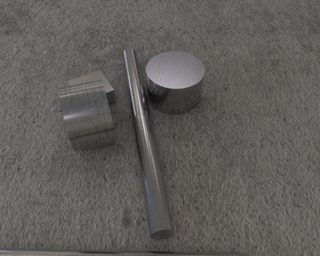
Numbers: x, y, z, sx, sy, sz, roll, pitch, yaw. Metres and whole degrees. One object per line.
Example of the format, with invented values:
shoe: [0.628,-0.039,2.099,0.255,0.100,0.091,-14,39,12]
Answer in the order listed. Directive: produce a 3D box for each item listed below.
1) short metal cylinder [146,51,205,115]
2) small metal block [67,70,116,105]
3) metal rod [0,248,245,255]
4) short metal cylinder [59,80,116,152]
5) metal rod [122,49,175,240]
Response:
short metal cylinder: [0.021,-0.065,0.442,0.081,0.050,0.080,0,50,0]
small metal block: [-0.098,-0.052,0.446,0.050,0.025,0.050,-24,54,-19]
metal rod: [-0.071,0.129,0.294,0.302,0.025,0.025,1,50,0]
short metal cylinder: [-0.088,-0.015,0.380,0.050,0.080,0.080,-13,51,-11]
metal rod: [-0.023,-0.005,0.407,0.025,0.025,0.300,-8,50,-6]
